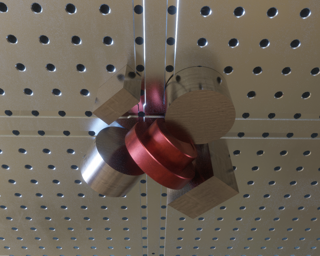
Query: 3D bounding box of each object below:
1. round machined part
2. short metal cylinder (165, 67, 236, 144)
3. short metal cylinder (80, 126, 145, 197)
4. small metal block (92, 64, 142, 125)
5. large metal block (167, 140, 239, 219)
[{"bbox_3d":[0.008,0.025,0.386,0.098,0.098,0.042,34,110,-26],"label":"round machined part"},{"bbox_3d":[0.046,-0.026,0.373,0.081,0.050,0.079,0,130,0],"label":"short metal cylinder"},{"bbox_3d":[-0.058,0.044,0.412,0.080,0.080,0.050,25,126,-20],"label":"short metal cylinder"},{"bbox_3d":[-0.049,-0.039,0.361,0.050,0.050,0.025,-34,122,25],"label":"small metal block"},{"bbox_3d":[0.056,0.067,0.434,0.050,0.080,0.080,36,121,-27],"label":"large metal block"}]
